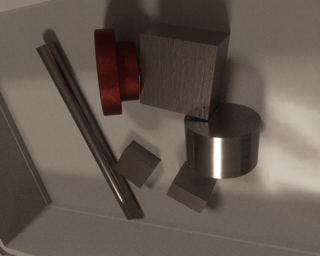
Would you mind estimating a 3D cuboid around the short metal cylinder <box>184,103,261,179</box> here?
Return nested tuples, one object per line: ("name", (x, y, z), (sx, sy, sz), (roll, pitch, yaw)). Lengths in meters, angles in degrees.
("short metal cylinder", (0.068, 0.011, 0.343), (0.080, 0.080, 0.050), (8, 122, 23))

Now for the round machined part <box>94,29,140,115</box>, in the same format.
("round machined part", (-0.048, -0.064, 0.357), (0.042, 0.098, 0.097), (-6, 121, -7))

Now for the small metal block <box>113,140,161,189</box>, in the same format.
("small metal block", (-0.034, 0.054, 0.458), (0.050, 0.025, 0.050), (36, 129, 4))

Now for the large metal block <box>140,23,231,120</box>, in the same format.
("large metal block", (0.026, -0.064, 0.339), (0.080, 0.050, 0.079), (15, 125, 19))

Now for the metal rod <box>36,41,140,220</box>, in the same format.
("metal rod", (-0.101, 0.016, 0.469), (0.025, 0.025, 0.299), (-10, 114, 32))

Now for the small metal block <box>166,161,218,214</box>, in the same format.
("small metal block", (0.044, 0.078, 0.417), (0.050, 0.050, 0.025), (28, 128, 10))
